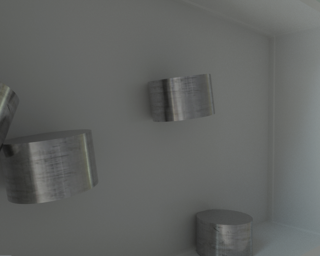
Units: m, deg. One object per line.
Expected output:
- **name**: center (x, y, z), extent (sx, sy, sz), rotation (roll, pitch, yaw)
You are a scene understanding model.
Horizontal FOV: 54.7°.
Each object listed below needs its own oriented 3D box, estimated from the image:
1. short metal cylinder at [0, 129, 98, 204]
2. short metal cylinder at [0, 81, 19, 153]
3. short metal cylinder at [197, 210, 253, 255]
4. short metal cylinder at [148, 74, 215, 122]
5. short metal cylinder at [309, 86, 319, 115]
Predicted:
- **short metal cylinder**: center (-0.101, 0.032, 0.287), extent (0.081, 0.080, 0.050), rotation (-11, 98, -40)
- **short metal cylinder**: center (-0.157, -0.011, 0.235), extent (0.080, 0.080, 0.050), rotation (28, 63, -37)
- **short metal cylinder**: center (0.094, 0.154, 0.452), extent (0.081, 0.080, 0.050), rotation (1, 90, -40)
- **short metal cylinder**: center (0.027, -0.039, 0.396), extent (0.081, 0.080, 0.050), rotation (-13, 99, -40)
- **short metal cylinder**: center (0.384, -0.066, 0.700), extent (0.081, 0.080, 0.050), rotation (-25, 106, -38)
